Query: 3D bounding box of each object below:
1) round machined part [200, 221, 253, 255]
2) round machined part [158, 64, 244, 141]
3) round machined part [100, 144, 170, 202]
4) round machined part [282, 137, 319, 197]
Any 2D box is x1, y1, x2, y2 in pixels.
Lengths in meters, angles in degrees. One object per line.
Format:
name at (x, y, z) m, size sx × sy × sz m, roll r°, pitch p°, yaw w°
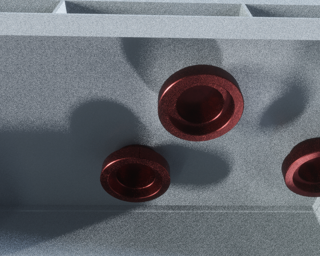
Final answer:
round machined part at (0.128, 0.223, 0.592) m, size 0.099 × 0.042 × 0.097 m, roll -1°, pitch 130°, yaw 0°
round machined part at (0.046, -0.033, 0.371) m, size 0.099 × 0.042 × 0.097 m, roll -1°, pitch 130°, yaw 0°
round machined part at (-0.035, 0.062, 0.450) m, size 0.099 × 0.042 × 0.097 m, roll -1°, pitch 130°, yaw 0°
round machined part at (0.225, 0.052, 0.442) m, size 0.099 × 0.042 × 0.097 m, roll 2°, pitch 130°, yaw 3°
